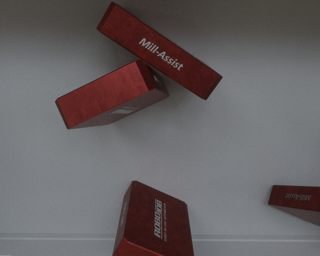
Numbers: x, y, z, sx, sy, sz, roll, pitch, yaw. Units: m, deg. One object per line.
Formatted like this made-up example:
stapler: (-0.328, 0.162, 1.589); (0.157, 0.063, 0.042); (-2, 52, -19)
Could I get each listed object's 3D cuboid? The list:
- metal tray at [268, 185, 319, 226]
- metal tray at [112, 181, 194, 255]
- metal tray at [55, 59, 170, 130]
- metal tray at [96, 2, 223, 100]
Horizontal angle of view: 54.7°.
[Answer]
metal tray: (0.215, 0.105, 0.398); (0.090, 0.130, 0.030); (24, 76, -9)
metal tray: (-0.006, 0.128, 0.402); (0.090, 0.130, 0.030); (26, 108, -9)
metal tray: (-0.043, -0.033, 0.341); (0.090, 0.130, 0.030); (-24, 89, 9)
metal tray: (0.001, -0.086, 0.344); (0.130, 0.090, 0.030); (31, 105, -11)
